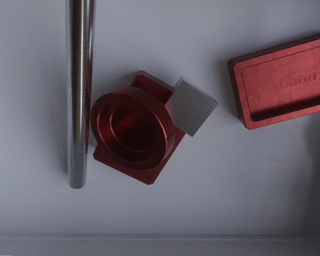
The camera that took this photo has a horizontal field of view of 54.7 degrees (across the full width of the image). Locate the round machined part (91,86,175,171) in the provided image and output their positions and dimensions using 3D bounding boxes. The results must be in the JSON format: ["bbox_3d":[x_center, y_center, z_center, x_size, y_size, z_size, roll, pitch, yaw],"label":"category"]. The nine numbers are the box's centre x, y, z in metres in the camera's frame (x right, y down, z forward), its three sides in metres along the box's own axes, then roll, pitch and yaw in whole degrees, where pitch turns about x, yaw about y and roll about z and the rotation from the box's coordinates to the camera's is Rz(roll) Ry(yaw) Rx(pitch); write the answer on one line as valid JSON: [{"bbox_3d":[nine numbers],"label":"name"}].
[{"bbox_3d":[-0.027,-0.003,0.354,0.098,0.042,0.097,15,124,23],"label":"round machined part"}]

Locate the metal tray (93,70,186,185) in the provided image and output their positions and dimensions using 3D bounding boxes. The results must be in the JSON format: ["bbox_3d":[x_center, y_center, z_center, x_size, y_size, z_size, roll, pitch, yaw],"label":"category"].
[{"bbox_3d":[-0.019,0.002,0.409,0.090,0.030,0.129,28,107,-11],"label":"metal tray"}]

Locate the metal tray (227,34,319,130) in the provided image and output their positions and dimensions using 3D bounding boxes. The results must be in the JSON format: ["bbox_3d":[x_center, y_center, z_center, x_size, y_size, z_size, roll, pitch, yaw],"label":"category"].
[{"bbox_3d":[0.160,-0.058,0.389,0.131,0.030,0.089,-16,110,5],"label":"metal tray"}]

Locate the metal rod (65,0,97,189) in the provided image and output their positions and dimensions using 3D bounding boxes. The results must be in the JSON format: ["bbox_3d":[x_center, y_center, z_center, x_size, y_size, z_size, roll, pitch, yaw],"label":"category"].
[{"bbox_3d":[-0.088,-0.027,0.336,0.025,0.025,0.298,11,134,-5],"label":"metal rod"}]

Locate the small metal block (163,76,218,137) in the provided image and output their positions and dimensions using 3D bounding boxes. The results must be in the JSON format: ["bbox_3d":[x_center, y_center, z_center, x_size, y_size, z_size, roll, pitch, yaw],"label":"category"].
[{"bbox_3d":[0.032,-0.026,0.370,0.050,0.025,0.050,33,106,-12],"label":"small metal block"}]
